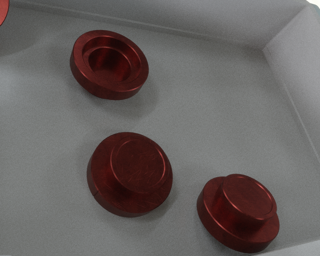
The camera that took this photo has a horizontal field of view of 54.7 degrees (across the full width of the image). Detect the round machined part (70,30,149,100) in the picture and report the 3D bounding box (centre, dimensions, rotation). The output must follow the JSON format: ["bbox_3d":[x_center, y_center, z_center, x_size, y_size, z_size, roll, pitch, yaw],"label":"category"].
[{"bbox_3d":[-0.068,-0.077,0.405,0.099,0.042,0.098,14,56,-21],"label":"round machined part"}]

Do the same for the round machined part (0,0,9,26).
[{"bbox_3d":[-0.225,-0.147,0.342,0.099,0.042,0.097,-11,107,-38],"label":"round machined part"}]

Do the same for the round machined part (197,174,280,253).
[{"bbox_3d":[0.097,0.093,0.368,0.099,0.042,0.098,15,34,-10],"label":"round machined part"}]

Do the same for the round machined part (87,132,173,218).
[{"bbox_3d":[-0.029,0.047,0.350,0.099,0.042,0.098,14,56,-21],"label":"round machined part"}]
